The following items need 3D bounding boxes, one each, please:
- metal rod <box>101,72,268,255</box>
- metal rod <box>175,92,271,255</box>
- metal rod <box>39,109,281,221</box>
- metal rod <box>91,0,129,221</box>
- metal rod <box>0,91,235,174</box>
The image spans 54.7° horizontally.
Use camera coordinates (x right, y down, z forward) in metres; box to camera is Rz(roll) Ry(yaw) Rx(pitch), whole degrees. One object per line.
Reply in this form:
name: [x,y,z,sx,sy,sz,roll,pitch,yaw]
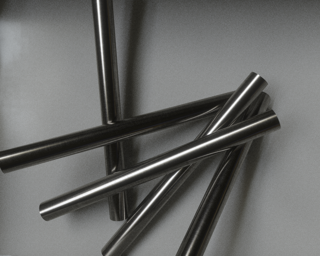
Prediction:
metal rod: [0.027,0.054,0.394,0.025,0.025,0.299,39,96,0]
metal rod: [0.065,0.075,0.350,0.025,0.025,0.300,32,65,0]
metal rod: [-0.006,0.047,0.371,0.301,0.025,0.025,-23,90,7]
metal rod: [-0.062,-0.029,0.389,0.025,0.025,0.298,-3,98,0]
metal rod: [-0.031,-0.001,0.375,0.302,0.025,0.025,-15,90,-14]
